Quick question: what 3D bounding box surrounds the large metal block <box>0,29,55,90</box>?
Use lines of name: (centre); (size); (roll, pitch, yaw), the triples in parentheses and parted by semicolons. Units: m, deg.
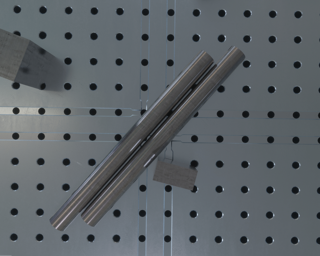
large metal block: (-0.191, -0.089, 0.384); (0.080, 0.080, 0.050); (21, 90, 0)

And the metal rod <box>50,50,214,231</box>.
metal rod: (-0.037, 0.016, 0.413); (0.025, 0.025, 0.300); (42, 90, 0)

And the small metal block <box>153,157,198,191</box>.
small metal block: (0.019, 0.058, 0.401); (0.050, 0.050, 0.025); (15, 90, 0)

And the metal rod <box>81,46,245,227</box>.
metal rod: (0.004, 0.011, 0.413); (0.025, 0.025, 0.300); (42, 90, 0)
